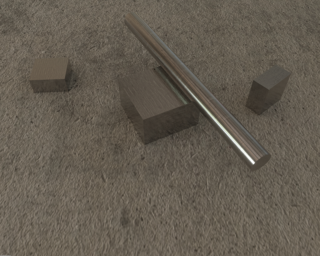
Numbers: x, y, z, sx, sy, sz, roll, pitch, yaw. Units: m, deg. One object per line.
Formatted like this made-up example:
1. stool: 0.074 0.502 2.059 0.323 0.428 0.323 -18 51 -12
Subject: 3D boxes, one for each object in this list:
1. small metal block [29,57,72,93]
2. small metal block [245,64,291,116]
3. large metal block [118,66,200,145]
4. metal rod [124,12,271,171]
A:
1. small metal block: -0.164 -0.080 0.469 0.050 0.025 0.050 -3 50 -3
2. small metal block: 0.151 -0.053 0.434 0.050 0.050 0.025 -34 58 -25
3. large metal block: -0.002 -0.035 0.416 0.081 0.050 0.080 -21 53 -17
4. metal rod: 0.029 -0.066 0.394 0.025 0.025 0.300 -23 54 -18
